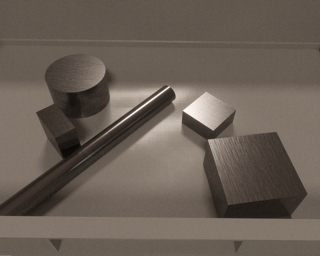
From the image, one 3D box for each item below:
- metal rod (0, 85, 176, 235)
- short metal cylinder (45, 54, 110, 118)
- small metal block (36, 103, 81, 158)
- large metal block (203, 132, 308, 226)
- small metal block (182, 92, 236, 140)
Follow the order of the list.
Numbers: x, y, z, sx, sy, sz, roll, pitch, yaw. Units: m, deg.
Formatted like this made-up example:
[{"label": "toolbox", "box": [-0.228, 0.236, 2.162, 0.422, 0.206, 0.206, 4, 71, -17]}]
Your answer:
[{"label": "metal rod", "box": [-0.090, 0.033, 0.376, 0.025, 0.025, 0.302, 36, 58, 26]}, {"label": "short metal cylinder", "box": [-0.114, -0.060, 0.438, 0.081, 0.050, 0.080, 0, 50, 0]}, {"label": "small metal block", "box": [-0.123, 0.006, 0.382, 0.025, 0.050, 0.050, -31, 57, -24]}, {"label": "large metal block", "box": [0.099, 0.055, 0.344, 0.081, 0.050, 0.080, -6, 50, -6]}, {"label": "small metal block", "box": [0.066, -0.016, 0.419, 0.050, 0.025, 0.050, 36, 58, 26]}]
